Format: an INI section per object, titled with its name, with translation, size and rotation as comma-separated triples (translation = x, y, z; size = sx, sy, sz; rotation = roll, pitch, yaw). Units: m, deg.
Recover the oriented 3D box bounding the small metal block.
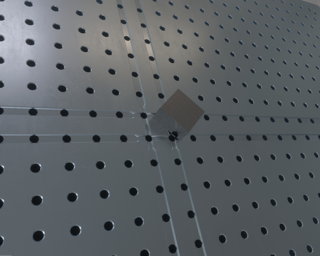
[small metal block]
translation = 0.027, -0.019, 0.434
size = 0.050, 0.025, 0.050
rotation = 41, 51, 0
